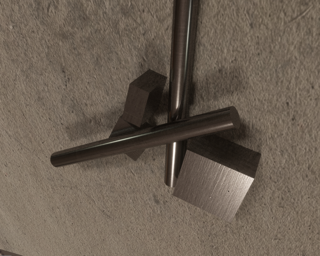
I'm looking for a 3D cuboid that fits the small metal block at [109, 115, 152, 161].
[{"bbox_3d":[-0.039,0.010,0.432,0.050,0.025,0.050,36,129,3],"label":"small metal block"}]

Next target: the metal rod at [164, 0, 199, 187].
[{"bbox_3d":[0.023,-0.049,0.362,0.025,0.025,0.298,15,125,19],"label":"metal rod"}]

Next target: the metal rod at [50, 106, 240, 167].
[{"bbox_3d":[-0.042,0.019,0.406,0.300,0.025,0.025,-14,111,34],"label":"metal rod"}]

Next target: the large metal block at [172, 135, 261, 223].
[{"bbox_3d":[0.070,0.059,0.390,0.080,0.050,0.079,23,127,13],"label":"large metal block"}]

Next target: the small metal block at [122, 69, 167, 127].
[{"bbox_3d":[-0.018,-0.037,0.376,0.025,0.050,0.050,26,128,11],"label":"small metal block"}]
